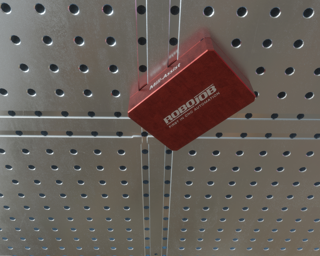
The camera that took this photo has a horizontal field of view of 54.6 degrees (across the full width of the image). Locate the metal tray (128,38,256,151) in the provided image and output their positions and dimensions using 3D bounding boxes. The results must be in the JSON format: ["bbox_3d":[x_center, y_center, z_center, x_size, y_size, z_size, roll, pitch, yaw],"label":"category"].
[{"bbox_3d":[0.036,-0.034,0.379,0.130,0.030,0.090,-35,122,26],"label":"metal tray"}]
